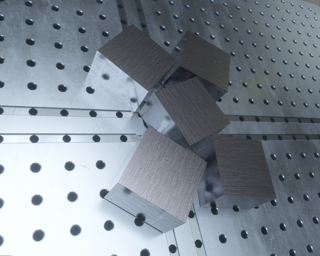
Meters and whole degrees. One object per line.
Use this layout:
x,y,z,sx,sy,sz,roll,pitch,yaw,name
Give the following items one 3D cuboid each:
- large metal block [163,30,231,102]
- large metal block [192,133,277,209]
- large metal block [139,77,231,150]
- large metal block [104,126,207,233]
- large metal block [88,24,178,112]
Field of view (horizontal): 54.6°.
0.059,-0.089,0.476,0.080,0.050,0.080,25,53,-16,large metal block
0.094,0.059,0.406,0.081,0.050,0.080,9,58,-24,large metal block
0.033,-0.014,0.417,0.081,0.050,0.080,-25,75,-37,large metal block
-0.003,0.059,0.352,0.080,0.050,0.080,33,51,-7,large metal block
-0.036,-0.082,0.422,0.080,0.050,0.080,39,51,-1,large metal block
